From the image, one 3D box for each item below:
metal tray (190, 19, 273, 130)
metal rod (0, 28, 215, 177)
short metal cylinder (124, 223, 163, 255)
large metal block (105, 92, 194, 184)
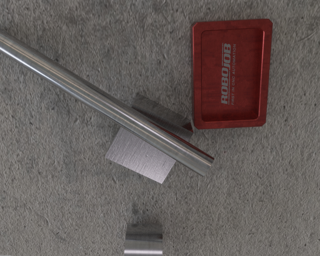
[{"bbox_3d":[0.085,-0.065,0.383,0.091,0.030,0.129,-3,110,1],"label":"metal tray"},{"bbox_3d":[-0.075,-0.034,0.354,0.301,0.025,0.025,31,108,5],"label":"metal rod"},{"bbox_3d":[-0.023,0.179,0.446,0.050,0.080,0.079,2,110,-1],"label":"short metal cylinder"},{"bbox_3d":[-0.014,0.012,0.401,0.080,0.050,0.080,27,108,-10],"label":"large metal block"}]
